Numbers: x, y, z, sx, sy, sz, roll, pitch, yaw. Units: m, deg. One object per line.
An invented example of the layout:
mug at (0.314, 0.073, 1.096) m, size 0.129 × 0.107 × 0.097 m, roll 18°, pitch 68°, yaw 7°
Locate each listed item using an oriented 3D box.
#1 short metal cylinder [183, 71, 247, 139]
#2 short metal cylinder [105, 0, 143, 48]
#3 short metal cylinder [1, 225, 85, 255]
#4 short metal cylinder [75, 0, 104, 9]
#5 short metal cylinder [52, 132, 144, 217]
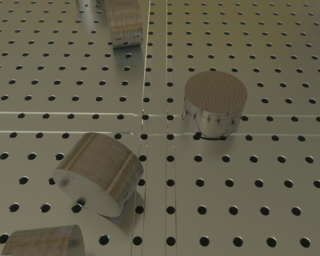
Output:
short metal cylinder at (0.072, -0.032, 0.419) m, size 0.081 × 0.050 × 0.080 m, roll 0°, pitch 50°, yaw 0°
short metal cylinder at (-0.061, -0.178, 0.521) m, size 0.050 × 0.080 × 0.080 m, roll -10°, pitch 51°, yaw -9°
short metal cylinder at (-0.096, 0.127, 0.265) m, size 0.050 × 0.080 × 0.080 m, roll -5°, pitch 50°, yaw -4°
short metal cylinder at (-0.137, -0.286, 0.630) m, size 0.081 × 0.050 × 0.080 m, roll 0°, pitch 50°, yaw 0°
short metal cylinder at (-0.065, 0.050, 0.329) m, size 0.080 × 0.080 × 0.050 m, roll 19°, pitch 53°, yaw 15°
